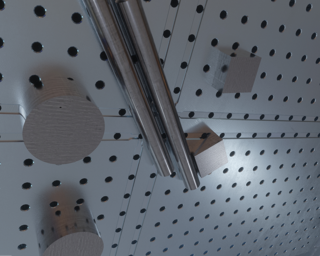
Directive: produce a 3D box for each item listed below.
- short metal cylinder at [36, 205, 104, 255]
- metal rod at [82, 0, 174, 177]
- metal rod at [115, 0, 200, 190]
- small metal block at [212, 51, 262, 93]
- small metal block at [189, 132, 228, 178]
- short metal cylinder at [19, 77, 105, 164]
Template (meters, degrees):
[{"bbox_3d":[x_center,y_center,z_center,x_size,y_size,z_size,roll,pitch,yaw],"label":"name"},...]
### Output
[{"bbox_3d":[-0.123,0.153,0.423,0.081,0.050,0.079,-14,124,-21],"label":"short metal cylinder"},{"bbox_3d":[-0.033,-0.049,0.362,0.025,0.025,0.299,-29,128,-10],"label":"metal rod"},{"bbox_3d":[0.009,-0.021,0.403,0.025,0.025,0.299,-29,128,-10],"label":"metal rod"},{"bbox_3d":[0.104,-0.076,0.421,0.050,0.025,0.050,-5,121,-26],"label":"small metal block"},{"bbox_3d":[0.074,0.042,0.477,0.050,0.025,0.050,-29,128,-10],"label":"small metal block"},{"bbox_3d":[-0.106,-0.008,0.332,0.081,0.050,0.079,-14,124,-21],"label":"short metal cylinder"}]
